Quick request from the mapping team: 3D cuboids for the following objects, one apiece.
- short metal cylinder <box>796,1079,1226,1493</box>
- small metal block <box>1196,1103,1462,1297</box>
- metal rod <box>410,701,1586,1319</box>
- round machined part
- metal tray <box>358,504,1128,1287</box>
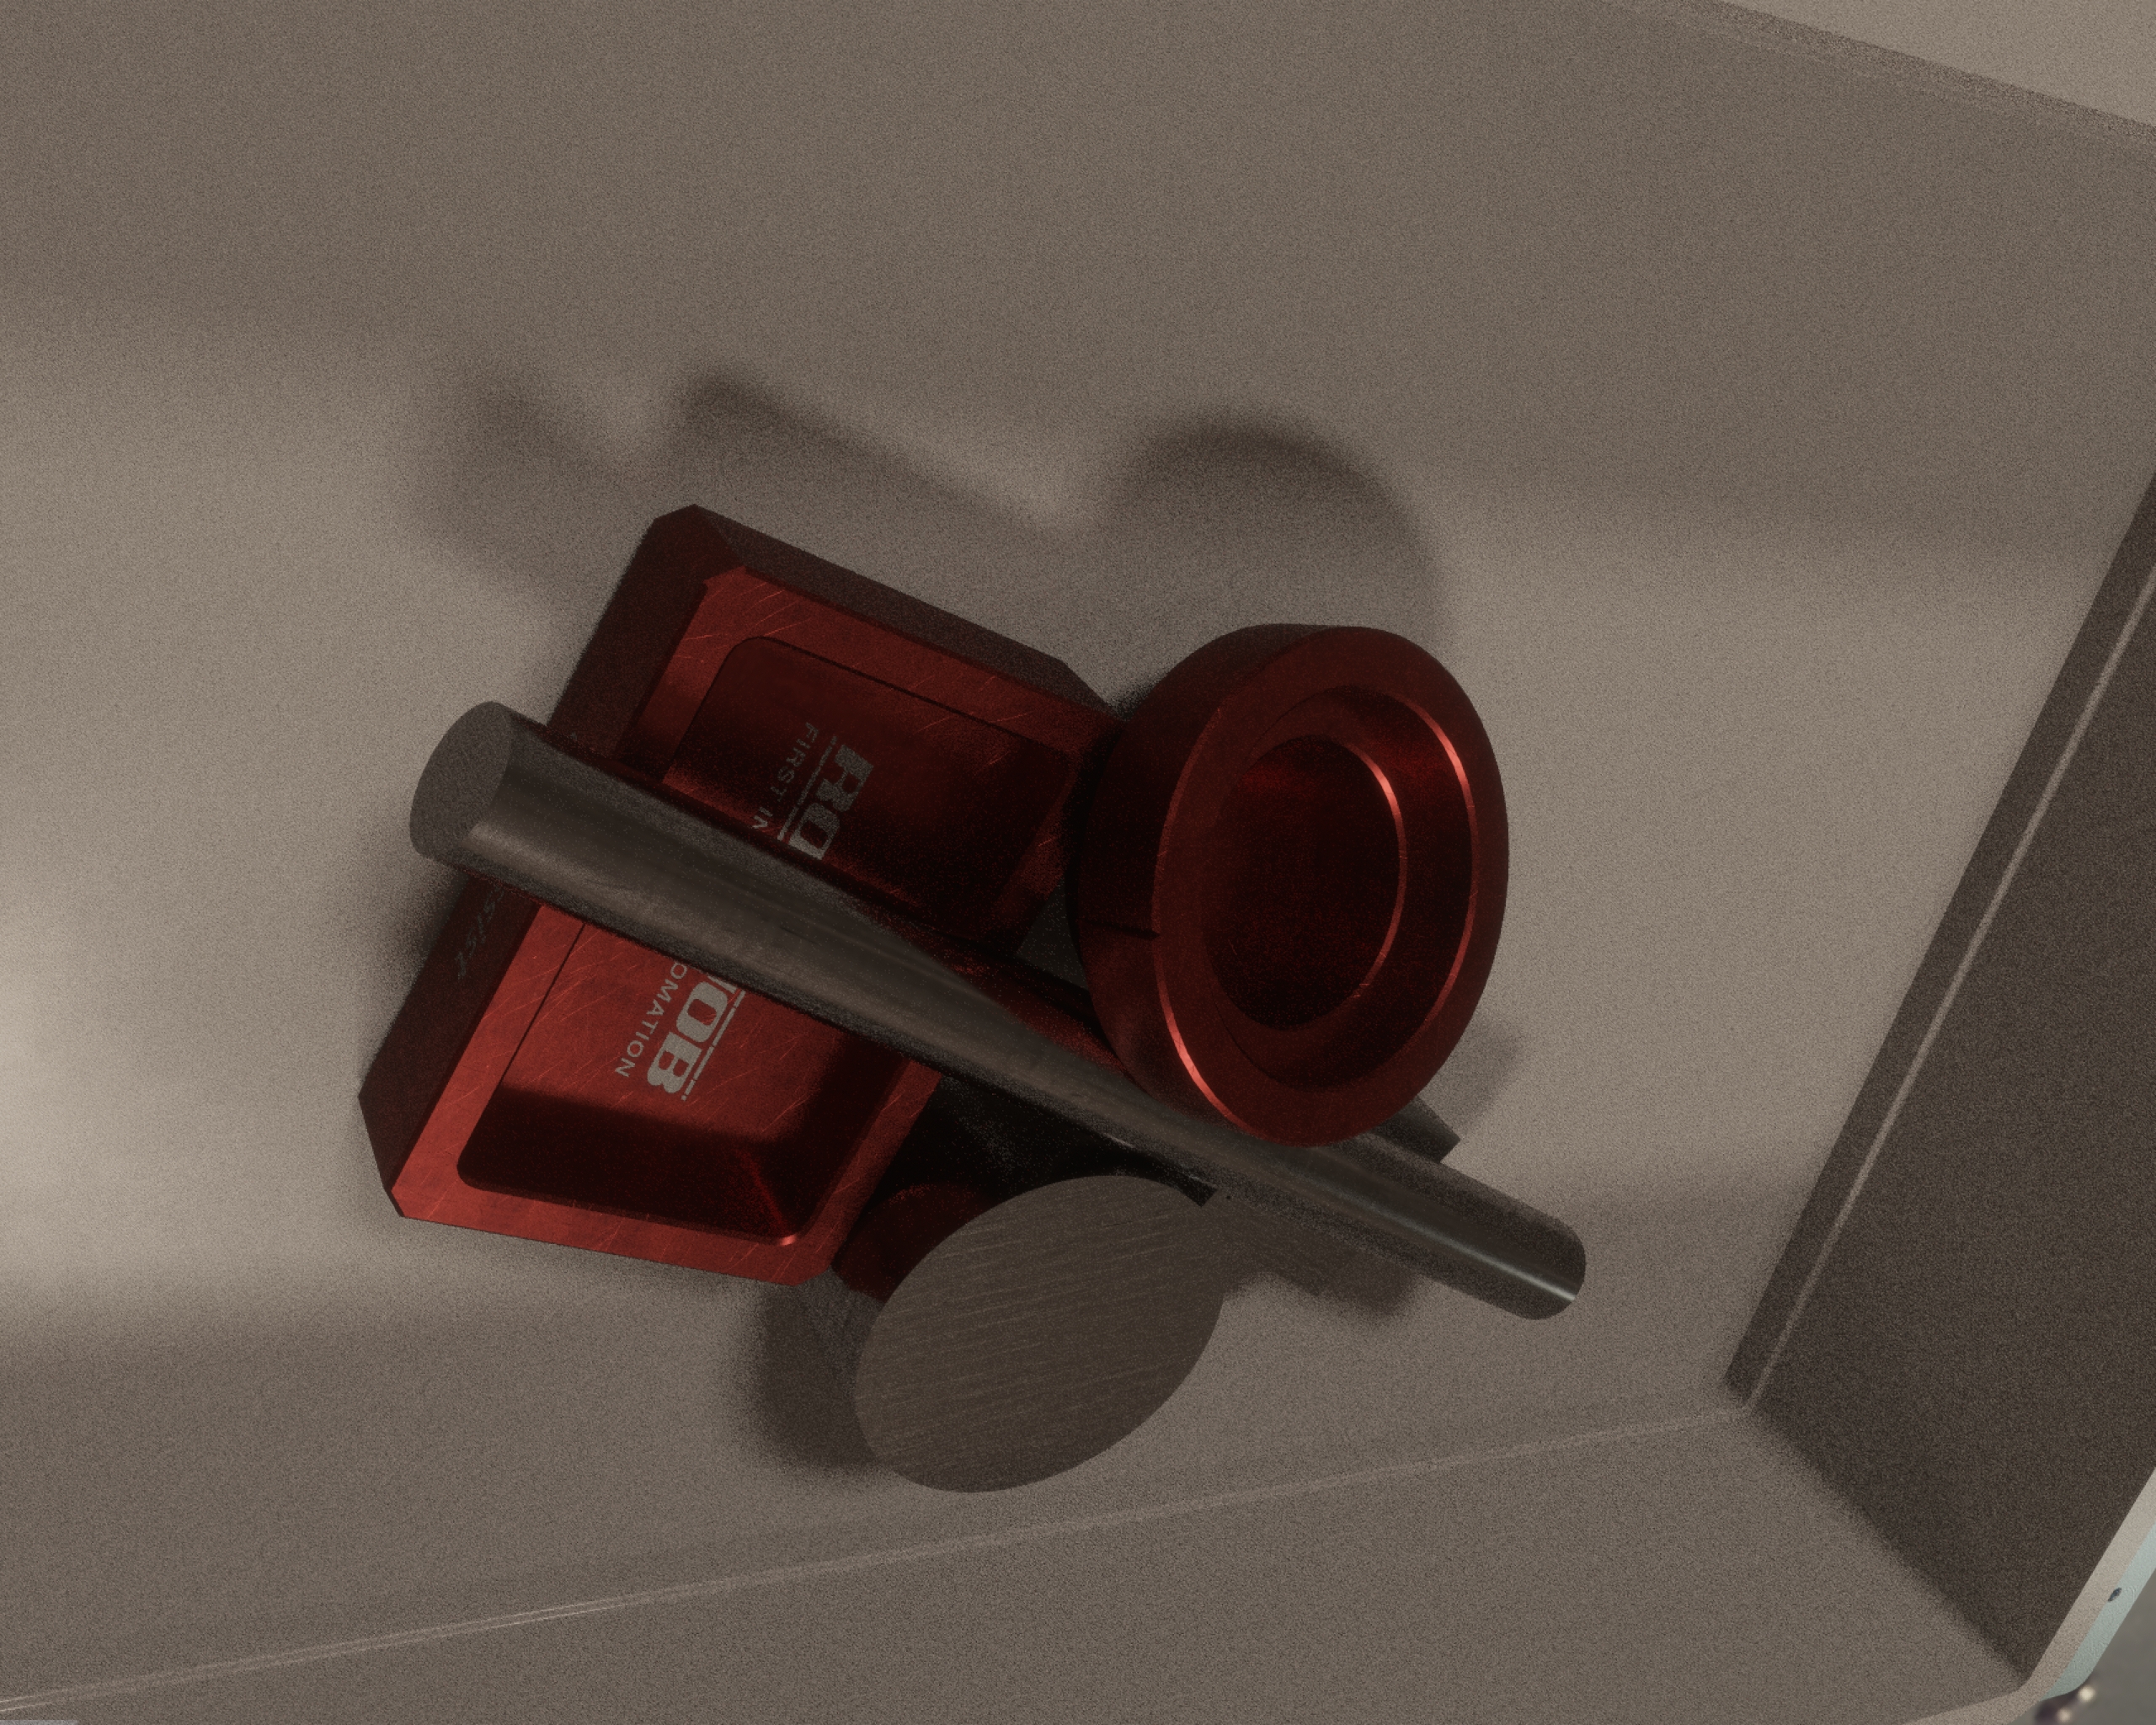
[{"bbox_3d":[-0.017,0.083,0.433,0.081,0.050,0.079,-14,125,-21],"label":"short metal cylinder"},{"bbox_3d":[0.051,0.065,0.476,0.050,0.025,0.050,-49,129,6],"label":"small metal block"},{"bbox_3d":[0.010,0.043,0.403,0.301,0.025,0.025,29,102,-40],"label":"metal rod"},{"bbox_3d":[0.036,0.003,0.403,0.099,0.042,0.097,-7,101,-41],"label":"round machined part"},{"bbox_3d":[-0.060,0.011,0.378,0.091,0.030,0.129,20,108,-36],"label":"metal tray"}]
